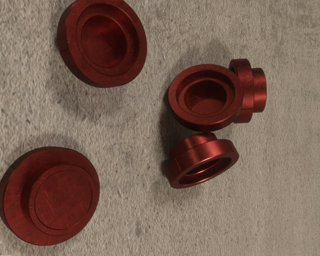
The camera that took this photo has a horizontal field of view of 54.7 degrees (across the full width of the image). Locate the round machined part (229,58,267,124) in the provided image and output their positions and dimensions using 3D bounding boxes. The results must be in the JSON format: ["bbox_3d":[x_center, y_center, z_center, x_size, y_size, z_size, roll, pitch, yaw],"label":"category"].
[{"bbox_3d":[0.132,-0.056,0.471,0.042,0.098,0.097,-3,93,4],"label":"round machined part"}]

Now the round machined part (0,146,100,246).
[{"bbox_3d":[-0.103,0.068,0.309,0.099,0.042,0.097,0,90,-40],"label":"round machined part"}]

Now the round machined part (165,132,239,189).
[{"bbox_3d":[0.052,0.041,0.416,0.099,0.097,0.042,1,55,-40],"label":"round machined part"}]

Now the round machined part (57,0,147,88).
[{"bbox_3d":[-0.066,-0.092,0.340,0.099,0.042,0.097,0,90,-40],"label":"round machined part"}]

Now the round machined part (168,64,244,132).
[{"bbox_3d":[0.063,-0.037,0.423,0.098,0.098,0.042,-61,158,-22],"label":"round machined part"}]
